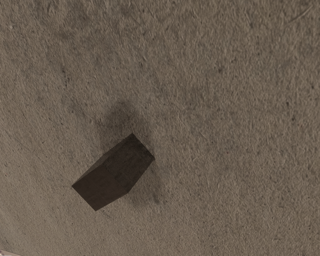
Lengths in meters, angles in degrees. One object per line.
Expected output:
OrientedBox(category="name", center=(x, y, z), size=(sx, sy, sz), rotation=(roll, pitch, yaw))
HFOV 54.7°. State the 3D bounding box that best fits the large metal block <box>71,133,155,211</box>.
OrientedBox(category="large metal block", center=(-0.066, 0.063, 0.443), size=(0.050, 0.080, 0.080), rotation=(49, 128, -7))
